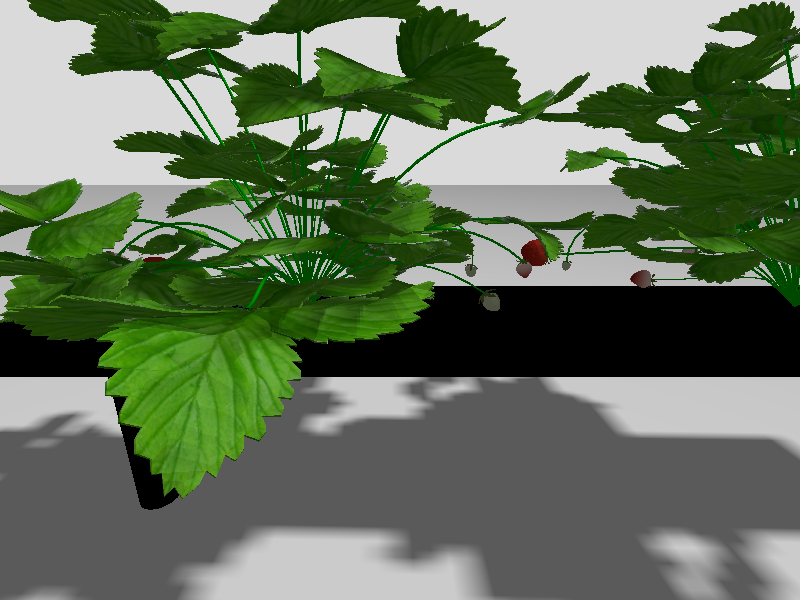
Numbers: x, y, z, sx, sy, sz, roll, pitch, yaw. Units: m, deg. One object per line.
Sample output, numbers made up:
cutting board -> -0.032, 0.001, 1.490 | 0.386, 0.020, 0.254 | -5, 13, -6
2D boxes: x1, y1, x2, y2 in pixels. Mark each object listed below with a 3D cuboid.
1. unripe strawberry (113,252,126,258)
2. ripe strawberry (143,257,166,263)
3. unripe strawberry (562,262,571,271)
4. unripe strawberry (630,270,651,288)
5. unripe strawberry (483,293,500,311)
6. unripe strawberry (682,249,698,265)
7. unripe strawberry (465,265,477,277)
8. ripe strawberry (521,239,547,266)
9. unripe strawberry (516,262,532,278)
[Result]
unripe strawberry -> -0.337, -0.041, 0.470 | 0.028, 0.027, 0.031 | -34, 1, 29
ripe strawberry -> -0.239, -0.021, 0.386 | 0.041, 0.041, 0.046 | 2, 18, 8
unripe strawberry -> 0.197, -0.041, 0.476 | 0.010, 0.011, 0.011 | 12, 21, 33
unripe strawberry -> 0.256, -0.023, 0.426 | 0.019, 0.019, 0.021 | 9, 20, 28
unripe strawberry -> 0.082, 0.002, 0.356 | 0.016, 0.018, 0.018 | -40, 11, 15
unripe strawberry -> 0.385, -0.058, 0.535 | 0.022, 0.024, 0.024 | 2, 4, 6
unripe strawberry -> 0.083, -0.034, 0.470 | 0.013, 0.014, 0.015 | -11, 21, -31
ripe strawberry -> 0.176, -0.062, 0.522 | 0.034, 0.036, 0.031 | 14, 23, 39
unripe strawberry -> 0.147, -0.035, 0.471 | 0.019, 0.020, 0.018 | -28, 26, -16
